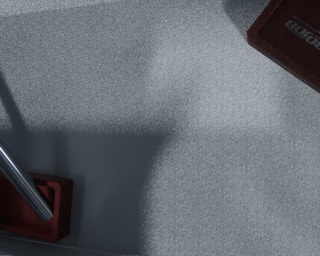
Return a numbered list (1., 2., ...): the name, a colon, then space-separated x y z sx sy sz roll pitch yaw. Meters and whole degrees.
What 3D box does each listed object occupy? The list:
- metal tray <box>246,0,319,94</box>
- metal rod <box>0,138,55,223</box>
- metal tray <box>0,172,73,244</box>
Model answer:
1. metal tray: 0.176 -0.100 0.345 0.130 0.030 0.090 41 102 15
2. metal rod: -0.240 0.007 0.422 0.025 0.025 0.299 -29 103 17
3. metal tray: -0.200 0.116 0.476 0.130 0.030 0.089 5 92 19
